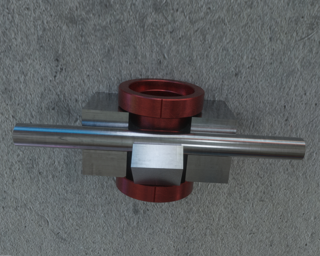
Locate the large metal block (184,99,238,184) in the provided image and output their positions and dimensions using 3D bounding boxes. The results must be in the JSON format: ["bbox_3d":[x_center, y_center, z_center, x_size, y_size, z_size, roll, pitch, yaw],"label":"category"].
[{"bbox_3d":[0.057,0.013,0.387,0.050,0.080,0.079,4,110,-1],"label":"large metal block"}]

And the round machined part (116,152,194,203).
[{"bbox_3d":[-0.005,0.051,0.391,0.099,0.098,0.042,4,105,-2],"label":"round machined part"}]

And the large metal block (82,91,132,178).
[{"bbox_3d":[-0.062,0.005,0.383,0.050,0.080,0.079,4,110,-2],"label":"large metal block"}]

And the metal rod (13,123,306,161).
[{"bbox_3d":[0.001,0.015,0.331,0.302,0.025,0.025,3,110,-2],"label":"metal rod"}]

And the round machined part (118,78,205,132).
[{"bbox_3d":[0.001,-0.027,0.362,0.099,0.098,0.042,4,111,-2],"label":"round machined part"}]

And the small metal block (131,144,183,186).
[{"bbox_3d":[-0.002,0.040,0.326,0.050,0.025,0.050,2,151,1],"label":"small metal block"}]
